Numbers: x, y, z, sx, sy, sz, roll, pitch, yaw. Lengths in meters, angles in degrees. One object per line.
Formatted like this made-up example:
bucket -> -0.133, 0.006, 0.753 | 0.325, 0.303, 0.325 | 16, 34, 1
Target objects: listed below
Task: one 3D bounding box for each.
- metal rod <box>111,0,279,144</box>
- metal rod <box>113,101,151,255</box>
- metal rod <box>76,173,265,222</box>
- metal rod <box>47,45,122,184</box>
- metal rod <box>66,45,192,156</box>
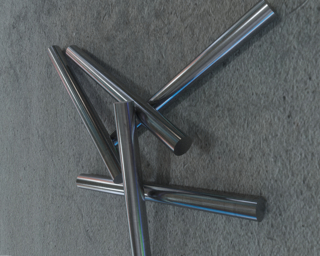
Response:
metal rod -> 0.013, -0.045, 0.394 | 0.299, 0.025, 0.025 | -38, 67, 33
metal rod -> -0.029, 0.115, 0.393 | 0.025, 0.025, 0.298 | 2, 103, 40
metal rod -> -0.012, 0.086, 0.414 | 0.300, 0.025, 0.025 | -1, 90, 40
metal rod -> -0.121, -0.038, 0.482 | 0.025, 0.025, 0.300 | -54, 52, 26
metal rod -> -0.062, -0.055, 0.431 | 0.300, 0.025, 0.025 | 41, 115, 40
